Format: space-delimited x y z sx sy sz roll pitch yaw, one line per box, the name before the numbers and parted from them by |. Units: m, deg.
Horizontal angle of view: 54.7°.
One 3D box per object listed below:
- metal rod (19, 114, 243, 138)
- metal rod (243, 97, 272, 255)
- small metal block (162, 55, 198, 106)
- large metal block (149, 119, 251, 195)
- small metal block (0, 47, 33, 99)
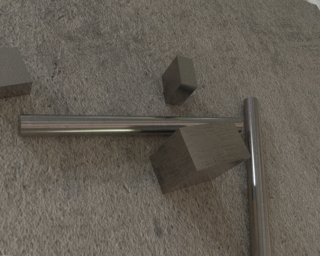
metal rod | -0.015 -0.003 0.399 0.303 0.025 0.025 0 62 -29
metal rod | 0.134 0.079 0.430 0.025 0.025 0.300 20 54 -17
small metal block | 0.027 -0.067 0.445 0.025 0.050 0.050 8 58 -24
large metal block | 0.045 0.035 0.373 0.081 0.080 0.050 -9 67 -32
small metal block | -0.178 -0.061 0.345 0.050 0.025 0.050 -17 71 -35
